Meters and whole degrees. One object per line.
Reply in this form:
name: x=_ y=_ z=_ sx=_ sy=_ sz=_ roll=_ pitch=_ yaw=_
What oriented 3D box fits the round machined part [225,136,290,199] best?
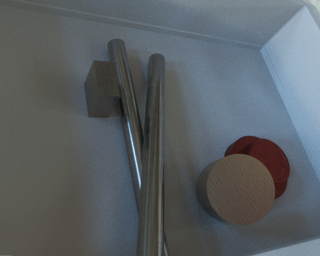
round machined part: x=0.144 y=0.054 z=0.442 sx=0.099 sy=0.042 sz=0.098 roll=14 pitch=56 yaw=-21

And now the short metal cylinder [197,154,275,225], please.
short metal cylinder: x=0.090 y=0.074 z=0.376 sx=0.081 sy=0.050 sz=0.080 roll=2 pitch=77 yaw=-7

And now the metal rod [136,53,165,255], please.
metal rod: x=-0.007 y=0.010 z=0.369 sx=0.025 sy=0.025 sz=0.300 roll=18 pitch=46 yaw=-18

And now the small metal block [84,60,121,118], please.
small metal block: x=-0.072 y=-0.047 z=0.380 sx=0.025 sy=0.050 sz=0.050 roll=1 pitch=62 yaw=-28

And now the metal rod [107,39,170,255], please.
metal rod: x=-0.031 y=0.012 z=0.382 sx=0.025 sy=0.025 sz=0.299 roll=1 pitch=61 yaw=-28
